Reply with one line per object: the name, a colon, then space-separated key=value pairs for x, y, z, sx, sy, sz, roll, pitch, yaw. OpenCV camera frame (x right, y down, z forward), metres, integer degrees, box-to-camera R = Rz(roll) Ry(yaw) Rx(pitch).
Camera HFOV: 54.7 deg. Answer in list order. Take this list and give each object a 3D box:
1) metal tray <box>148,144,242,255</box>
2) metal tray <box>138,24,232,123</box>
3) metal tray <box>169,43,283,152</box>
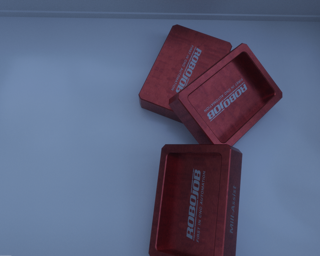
metal tray: x=0.039 y=0.084 z=0.342 sx=0.090 sy=0.030 sz=0.129 roll=-2 pitch=74 yaw=38
metal tray: x=0.037 y=-0.075 z=0.435 sx=0.090 sy=0.030 sz=0.130 roll=22 pitch=71 yaw=7
metal tray: x=0.087 y=-0.038 z=0.396 sx=0.131 sy=0.030 sz=0.090 roll=-40 pitch=95 yaw=-23
